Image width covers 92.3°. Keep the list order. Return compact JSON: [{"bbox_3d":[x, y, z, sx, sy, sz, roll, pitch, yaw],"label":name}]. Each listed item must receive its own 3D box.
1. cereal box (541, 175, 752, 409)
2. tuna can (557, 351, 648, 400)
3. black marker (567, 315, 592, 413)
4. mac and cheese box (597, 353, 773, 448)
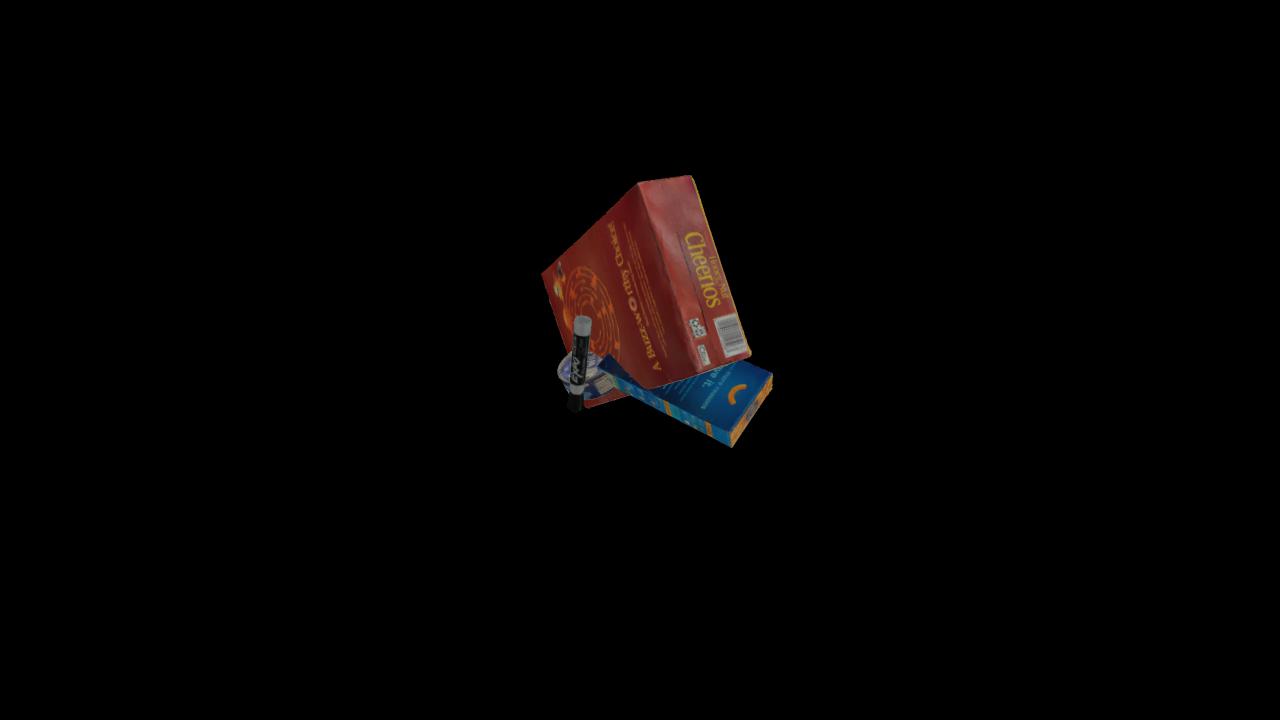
[{"bbox_3d":[-0.012,-0.062,0.743,0.081,0.203,0.306,-17,-3,-29],"label":"cereal box"},{"bbox_3d":[-0.059,0.012,0.767,0.084,0.034,0.084,-17,33,11],"label":"tuna can"},{"bbox_3d":[-0.067,0.008,0.670,0.020,0.121,0.020,6,33,-4],"label":"black marker"},{"bbox_3d":[0.050,0.020,0.715,0.184,0.093,0.041,26,-28,29],"label":"mac and cheese box"}]
